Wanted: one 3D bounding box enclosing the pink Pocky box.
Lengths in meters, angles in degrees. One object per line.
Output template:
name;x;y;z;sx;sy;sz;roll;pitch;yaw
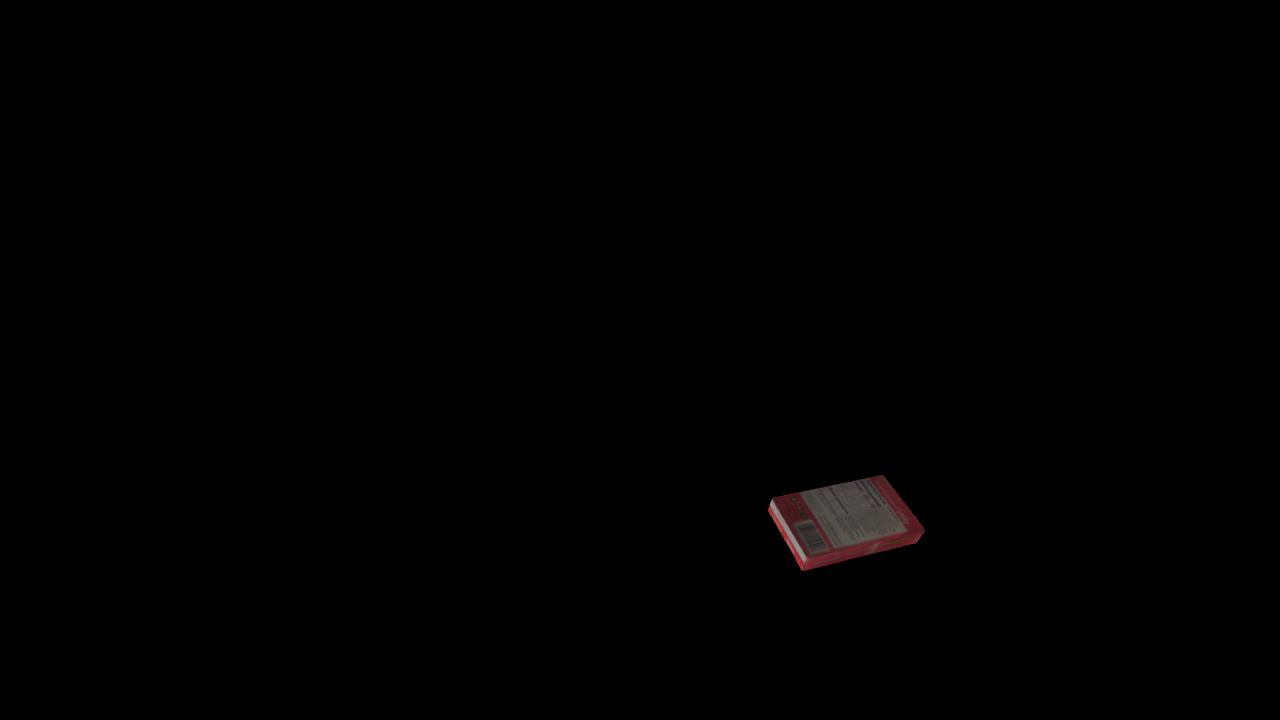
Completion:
pink Pocky box;0.234;0.183;0.701;0.155;0.029;0.084;-7;41;-17
